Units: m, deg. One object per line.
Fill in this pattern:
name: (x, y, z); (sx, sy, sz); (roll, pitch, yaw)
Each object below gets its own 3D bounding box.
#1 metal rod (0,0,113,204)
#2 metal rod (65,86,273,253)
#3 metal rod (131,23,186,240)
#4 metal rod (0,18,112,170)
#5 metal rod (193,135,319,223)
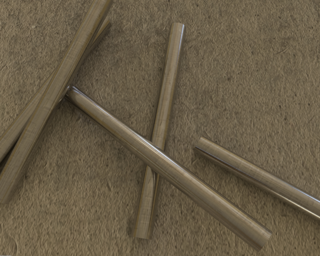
metal rod: (-0.136, -0.047, 0.404); (0.025, 0.025, 0.299); (22, 79, 8)
metal rod: (-0.008, 0.034, 0.367); (0.300, 0.025, 0.025); (35, 74, 23)
metal rod: (0.003, -0.010, 0.411); (0.025, 0.025, 0.299); (9, 70, 3)
metal rod: (-0.159, -0.039, 0.421); (0.025, 0.025, 0.300); (29, 72, 10)
metal rod: (0.179, 0.092, 0.375); (0.301, 0.025, 0.025); (29, 73, 10)
